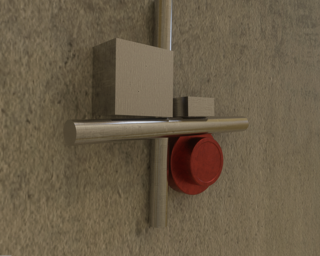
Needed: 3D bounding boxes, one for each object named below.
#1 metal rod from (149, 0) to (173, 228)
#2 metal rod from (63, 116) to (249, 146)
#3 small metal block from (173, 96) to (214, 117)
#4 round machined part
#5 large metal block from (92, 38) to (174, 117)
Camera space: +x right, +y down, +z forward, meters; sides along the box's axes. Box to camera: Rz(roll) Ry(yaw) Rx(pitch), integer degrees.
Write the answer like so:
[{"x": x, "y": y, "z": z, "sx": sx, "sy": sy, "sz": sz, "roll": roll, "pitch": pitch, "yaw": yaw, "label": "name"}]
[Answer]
[{"x": 0.001, "y": -0.022, "z": 0.409, "sx": 0.025, "sy": 0.025, "sz": 0.298, "roll": 2, "pitch": 89, "yaw": -40, "label": "metal rod"}, {"x": 0.024, "y": -0.001, "z": 0.396, "sx": 0.302, "sy": 0.025, "sz": 0.025, "roll": -3, "pitch": 92, "yaw": -44, "label": "metal rod"}, {"x": 0.038, "y": -0.028, "z": 0.425, "sx": 0.050, "sy": 0.050, "sz": 0.025, "roll": -2, "pitch": 92, "yaw": -40, "label": "small metal block"}, {"x": 0.053, "y": 0.047, "z": 0.441, "sx": 0.099, "sy": 0.042, "sz": 0.097, "roll": 0, "pitch": 90, "yaw": -40, "label": "round machined part"}, {"x": -0.031, "y": -0.053, "z": 0.364, "sx": 0.081, "sy": 0.050, "sz": 0.079, "roll": 1, "pitch": 90, "yaw": -40, "label": "large metal block"}]
